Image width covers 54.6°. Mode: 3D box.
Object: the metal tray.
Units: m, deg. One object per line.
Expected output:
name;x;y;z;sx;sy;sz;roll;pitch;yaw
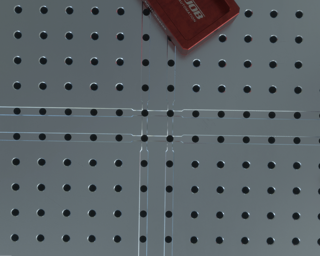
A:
metal tray;0.030;-0.176;0.410;0.090;0.030;0.130;-36;90;0
